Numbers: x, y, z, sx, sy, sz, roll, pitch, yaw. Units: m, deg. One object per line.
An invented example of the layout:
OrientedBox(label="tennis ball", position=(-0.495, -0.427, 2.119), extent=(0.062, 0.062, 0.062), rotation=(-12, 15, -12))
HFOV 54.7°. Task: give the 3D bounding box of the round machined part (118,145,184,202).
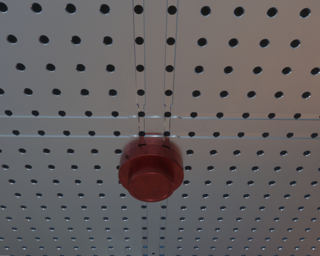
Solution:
OrientedBox(label="round machined part", position=(-0.013, 0.075, 0.464), extent=(0.099, 0.042, 0.097), rotation=(-1, 130, 0))
